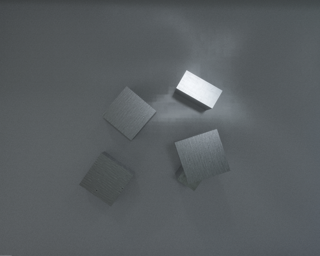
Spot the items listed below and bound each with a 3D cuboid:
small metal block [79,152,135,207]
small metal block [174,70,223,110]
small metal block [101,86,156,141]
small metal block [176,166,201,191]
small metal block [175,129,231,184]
[{"bbox_3d":[-0.069,0.067,0.411,0.050,0.025,0.050,35,90,-1],"label":"small metal block"},{"bbox_3d":[0.048,-0.047,0.400,0.050,0.050,0.025,30,90,-1],"label":"small metal block"},{"bbox_3d":[-0.040,-0.019,0.411,0.050,0.025,0.050,40,90,-1],"label":"small metal block"},{"bbox_3d":[0.045,0.049,0.400,0.025,0.050,0.050,35,90,0],"label":"small metal block"},{"bbox_3d":[0.048,0.032,0.362,0.050,0.025,0.050,-18,90,-1],"label":"small metal block"}]
